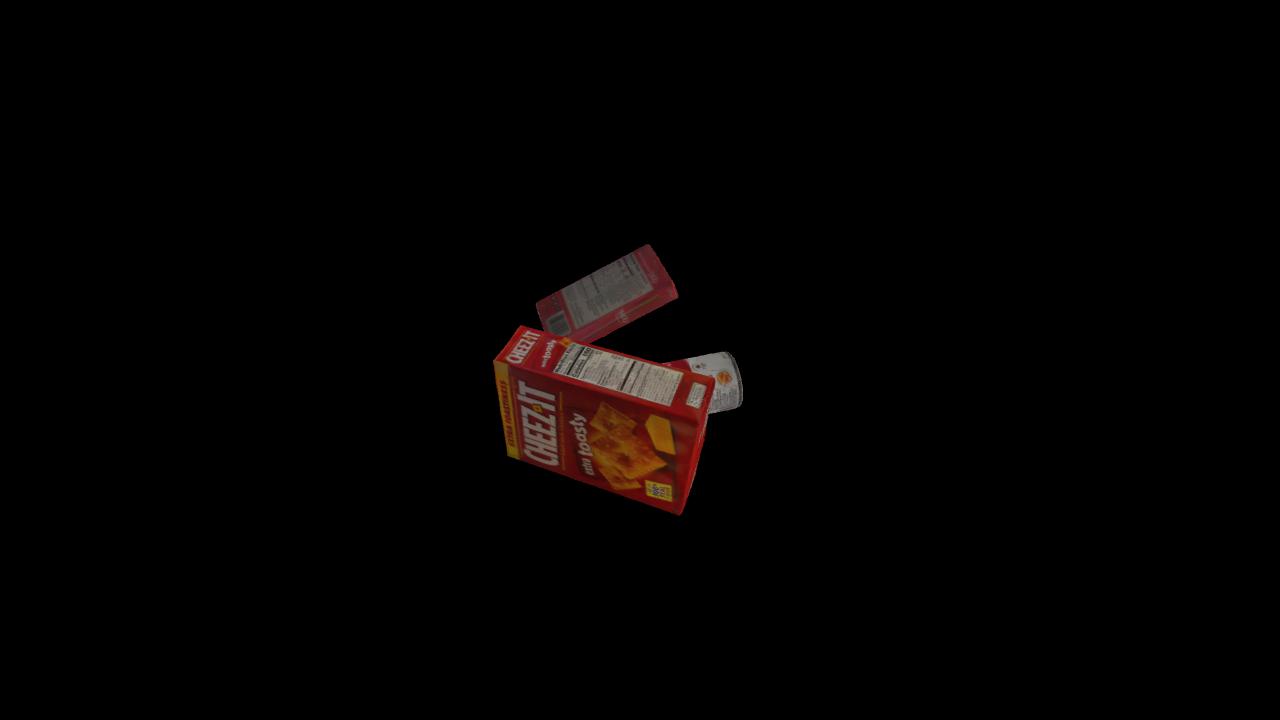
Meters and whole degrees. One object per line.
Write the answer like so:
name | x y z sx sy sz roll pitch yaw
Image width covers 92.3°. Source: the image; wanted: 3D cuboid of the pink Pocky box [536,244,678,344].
pink Pocky box | -0.040 -0.069 0.709 0.155 0.084 0.029 -28 -44 2

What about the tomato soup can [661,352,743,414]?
tomato soup can | 0.055 0.031 0.681 0.101 0.068 0.068 -11 2 -9

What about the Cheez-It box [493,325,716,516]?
Cheez-It box | -0.041 0.067 0.673 0.223 0.166 0.071 16 44 11
